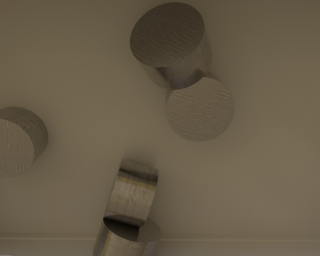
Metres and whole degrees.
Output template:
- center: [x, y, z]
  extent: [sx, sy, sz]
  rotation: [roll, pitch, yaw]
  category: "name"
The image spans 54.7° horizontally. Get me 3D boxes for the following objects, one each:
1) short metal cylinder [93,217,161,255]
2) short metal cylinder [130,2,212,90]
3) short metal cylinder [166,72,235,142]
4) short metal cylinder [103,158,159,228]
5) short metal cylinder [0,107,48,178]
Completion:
- center: [-0.044, 0.152, 0.417]
  extent: [0.080, 0.080, 0.050]
  rotation: [17, 99, -6]
  category: "short metal cylinder"
- center: [0.014, -0.089, 0.343]
  extent: [0.080, 0.050, 0.080]
  rotation: [-6, 68, 16]
  category: "short metal cylinder"
- center: [0.048, -0.029, 0.388]
  extent: [0.081, 0.050, 0.079]
  rotation: [0, 110, 0]
  category: "short metal cylinder"
- center: [-0.039, 0.086, 0.413]
  extent: [0.050, 0.080, 0.079]
  rotation: [18, 109, -7]
  category: "short metal cylinder"
- center: [-0.195, 0.017, 0.403]
  extent: [0.081, 0.050, 0.079]
  rotation: [0, 110, 0]
  category: "short metal cylinder"
